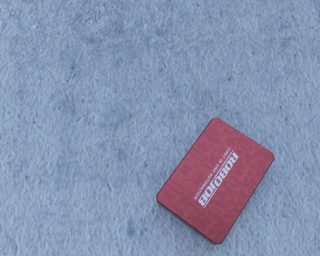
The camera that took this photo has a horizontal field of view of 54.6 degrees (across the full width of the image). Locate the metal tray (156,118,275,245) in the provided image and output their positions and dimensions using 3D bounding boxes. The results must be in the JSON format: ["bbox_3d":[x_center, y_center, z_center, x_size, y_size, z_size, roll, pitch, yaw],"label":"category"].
[{"bbox_3d":[0.068,0.063,0.383,0.090,0.030,0.130,35,73,11],"label":"metal tray"}]
